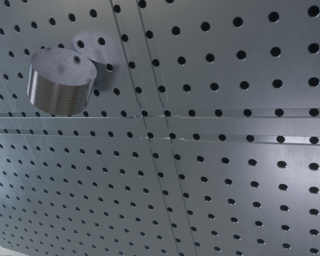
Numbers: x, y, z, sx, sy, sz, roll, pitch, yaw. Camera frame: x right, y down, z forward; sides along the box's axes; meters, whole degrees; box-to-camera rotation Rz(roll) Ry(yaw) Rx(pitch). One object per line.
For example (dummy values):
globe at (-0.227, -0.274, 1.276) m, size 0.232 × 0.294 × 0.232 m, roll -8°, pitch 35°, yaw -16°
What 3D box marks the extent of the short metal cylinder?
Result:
short metal cylinder at (-0.129, -0.061, 0.406) m, size 0.080 × 0.080 × 0.050 m, roll 33°, pitch 129°, yaw 7°
